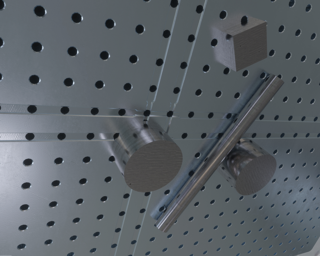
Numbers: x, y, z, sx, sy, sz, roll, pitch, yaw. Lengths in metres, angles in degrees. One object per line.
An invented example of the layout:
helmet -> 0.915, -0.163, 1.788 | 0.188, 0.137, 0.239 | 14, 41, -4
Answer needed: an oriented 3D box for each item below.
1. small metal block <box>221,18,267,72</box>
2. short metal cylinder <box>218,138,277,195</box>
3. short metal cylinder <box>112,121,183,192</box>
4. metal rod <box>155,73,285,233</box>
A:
small metal block -> 0.111, -0.109, 0.405 | 0.050, 0.025, 0.050 | -26, 128, -12
short metal cylinder -> 0.144, 0.064, 0.514 | 0.081, 0.050, 0.079 | -14, 124, -21
short metal cylinder -> -0.017, 0.037, 0.409 | 0.081, 0.050, 0.079 | -14, 125, -21
metal rod -> 0.088, 0.045, 0.487 | 0.025, 0.025, 0.299 | 28, 103, -38
